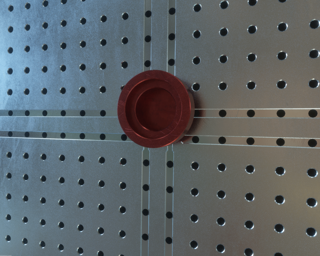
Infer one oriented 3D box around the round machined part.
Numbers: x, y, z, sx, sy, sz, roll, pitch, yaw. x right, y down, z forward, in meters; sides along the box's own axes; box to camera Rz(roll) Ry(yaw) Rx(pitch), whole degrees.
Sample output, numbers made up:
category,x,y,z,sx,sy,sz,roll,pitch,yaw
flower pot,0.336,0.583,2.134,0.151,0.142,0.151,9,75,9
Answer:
category,x,y,z,sx,sy,sz,roll,pitch,yaw
round machined part,-0.002,-0.024,0.405,0.098,0.042,0.097,0,90,20
